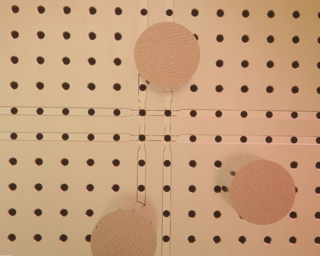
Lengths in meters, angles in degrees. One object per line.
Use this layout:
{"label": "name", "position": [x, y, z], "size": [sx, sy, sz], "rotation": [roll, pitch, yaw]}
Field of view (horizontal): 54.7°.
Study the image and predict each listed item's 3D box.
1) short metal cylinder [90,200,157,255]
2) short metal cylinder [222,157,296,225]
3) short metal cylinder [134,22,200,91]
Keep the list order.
{"label": "short metal cylinder", "position": [-0.044, 0.139, 0.400], "size": [0.081, 0.050, 0.079], "rotation": [0, 90, -1]}
{"label": "short metal cylinder", "position": [0.125, 0.079, 0.403], "size": [0.081, 0.050, 0.079], "rotation": [0, 90, -1]}
{"label": "short metal cylinder", "position": [0.009, -0.090, 0.401], "size": [0.081, 0.050, 0.079], "rotation": [0, 90, -1]}
